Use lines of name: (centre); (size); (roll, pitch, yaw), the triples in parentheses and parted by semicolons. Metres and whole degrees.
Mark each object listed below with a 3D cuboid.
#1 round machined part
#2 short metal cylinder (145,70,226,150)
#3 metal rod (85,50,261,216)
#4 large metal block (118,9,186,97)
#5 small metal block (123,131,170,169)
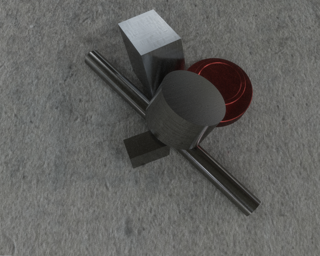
round machined part: (0.077, -0.054, 0.420); (0.099, 0.042, 0.098); (0, 70, -1)
short metal cylinder: (0.029, -0.021, 0.365); (0.081, 0.050, 0.080); (14, 51, -18)
metal rod: (0.008, -0.002, 0.411); (0.300, 0.025, 0.025); (43, 75, 14)
large metal block: (-0.007, -0.093, 0.403); (0.050, 0.080, 0.080); (-26, 50, -8)
small metal block: (-0.016, 0.025, 0.387); (0.050, 0.050, 0.025); (-20, 71, -8)
